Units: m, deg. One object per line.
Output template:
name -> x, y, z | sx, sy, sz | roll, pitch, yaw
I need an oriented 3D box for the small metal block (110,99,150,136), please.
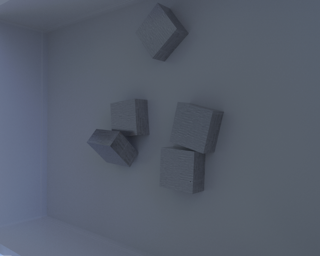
small metal block -> -0.044, -0.013, 0.443 | 0.050, 0.025, 0.050 | -6, 86, 40

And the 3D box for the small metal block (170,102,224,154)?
small metal block -> 0.043, -0.001, 0.371 | 0.050, 0.025, 0.050 | 19, 102, 38

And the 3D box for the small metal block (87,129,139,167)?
small metal block -> -0.067, 0.028, 0.444 | 0.050, 0.050, 0.025 | 5, 53, 40

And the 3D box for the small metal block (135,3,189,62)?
small metal block -> 0.002, -0.124, 0.406 | 0.050, 0.025, 0.050 | -45, 63, 30

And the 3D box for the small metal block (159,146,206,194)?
small metal block -> 0.028, 0.051, 0.384 | 0.050, 0.025, 0.050 | 4, 93, 40
